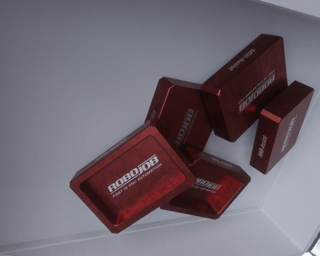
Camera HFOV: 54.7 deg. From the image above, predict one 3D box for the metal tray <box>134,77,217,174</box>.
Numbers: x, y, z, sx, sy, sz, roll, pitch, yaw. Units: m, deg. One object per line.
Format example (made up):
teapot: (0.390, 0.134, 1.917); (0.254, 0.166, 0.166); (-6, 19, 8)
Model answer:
metal tray: (0.024, 0.002, 0.420); (0.091, 0.030, 0.129); (6, 115, -31)

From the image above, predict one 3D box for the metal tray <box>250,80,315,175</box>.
metal tray: (0.184, 0.003, 0.474); (0.090, 0.030, 0.129); (-37, 144, -25)

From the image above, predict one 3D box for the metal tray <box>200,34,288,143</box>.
metal tray: (0.118, -0.054, 0.415); (0.131, 0.030, 0.090); (-41, 131, -20)

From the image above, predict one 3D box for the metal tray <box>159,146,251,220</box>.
metal tray: (0.064, 0.085, 0.453); (0.131, 0.030, 0.090); (23, 109, -39)

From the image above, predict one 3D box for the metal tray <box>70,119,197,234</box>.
metal tray: (-0.032, 0.061, 0.383); (0.130, 0.030, 0.090); (-36, 103, 11)
